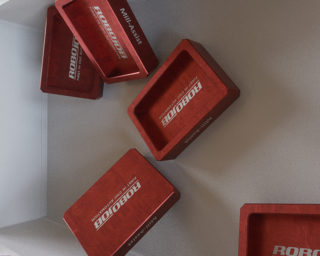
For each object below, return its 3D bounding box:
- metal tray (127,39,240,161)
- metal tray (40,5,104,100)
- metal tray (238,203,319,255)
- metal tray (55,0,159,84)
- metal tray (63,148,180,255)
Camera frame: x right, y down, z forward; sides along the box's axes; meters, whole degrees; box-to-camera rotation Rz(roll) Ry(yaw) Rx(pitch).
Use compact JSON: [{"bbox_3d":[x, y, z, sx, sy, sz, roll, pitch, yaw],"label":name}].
[{"bbox_3d":[0.023,-0.031,0.384,0.129,0.030,0.090,-47,62,29],"label":"metal tray"},{"bbox_3d":[-0.130,-0.114,0.478,0.091,0.030,0.129,8,97,1],"label":"metal tray"},{"bbox_3d":[0.134,0.114,0.269,0.130,0.030,0.090,-12,60,41],"label":"metal tray"},{"bbox_3d":[-0.068,-0.123,0.408,0.090,0.030,0.130,-2,130,42],"label":"metal tray"},{"bbox_3d":[-0.050,0.101,0.401,0.130,0.030,0.090,-44,57,-8],"label":"metal tray"}]
